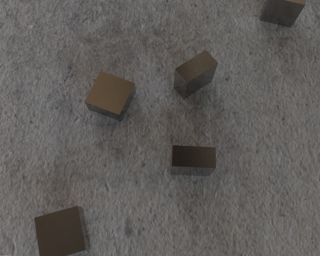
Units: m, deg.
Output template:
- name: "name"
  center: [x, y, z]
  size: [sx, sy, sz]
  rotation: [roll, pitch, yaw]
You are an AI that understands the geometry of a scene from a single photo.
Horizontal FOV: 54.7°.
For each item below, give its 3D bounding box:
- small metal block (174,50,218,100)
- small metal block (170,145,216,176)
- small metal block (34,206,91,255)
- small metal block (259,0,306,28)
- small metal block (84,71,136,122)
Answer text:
- name: "small metal block"
  center: [0.047, -0.072, 0.422]
  size: [0.050, 0.050, 0.025]
  rotation: [-34, 74, -12]
- name: "small metal block"
  center: [0.039, 0.041, 0.380]
  size: [0.050, 0.050, 0.025]
  rotation: [3, 70, 0]
- name: "small metal block"
  center: [-0.113, 0.124, 0.362]
  size: [0.050, 0.025, 0.050]
  rotation: [-15, 71, -6]
- name: "small metal block"
  center: [0.183, -0.182, 0.464]
  size: [0.050, 0.050, 0.025]
  rotation: [15, 71, 5]
- name: "small metal block"
  center: [-0.067, -0.043, 0.423]
  size: [0.050, 0.025, 0.050]
  rotation: [21, 71, 7]
